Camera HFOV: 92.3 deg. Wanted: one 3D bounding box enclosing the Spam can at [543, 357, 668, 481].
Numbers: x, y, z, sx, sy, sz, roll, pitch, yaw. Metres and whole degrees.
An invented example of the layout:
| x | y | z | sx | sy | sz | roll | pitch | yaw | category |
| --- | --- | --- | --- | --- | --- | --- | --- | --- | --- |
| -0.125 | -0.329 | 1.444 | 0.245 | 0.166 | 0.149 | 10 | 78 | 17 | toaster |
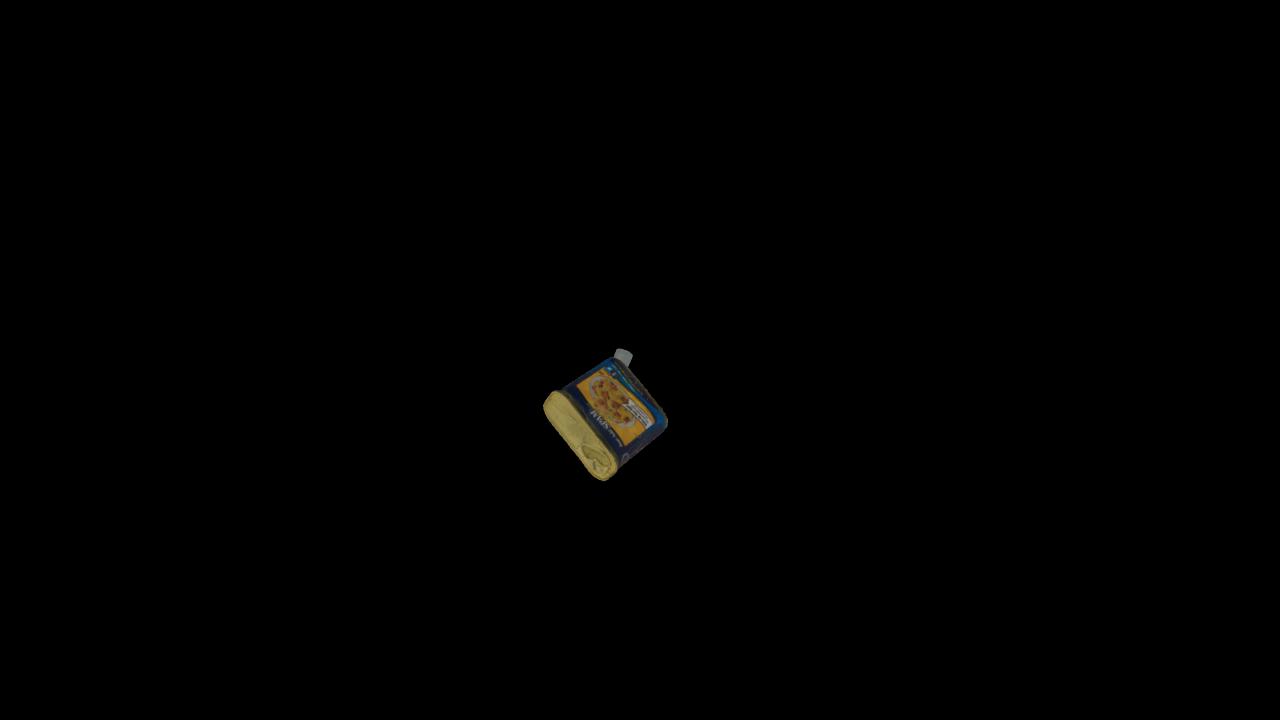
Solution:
| x | y | z | sx | sy | sz | roll | pitch | yaw | category |
| --- | --- | --- | --- | --- | --- | --- | --- | --- | --- |
| -0.034 | 0.057 | 0.632 | 0.085 | 0.101 | 0.058 | -35 | -6 | -37 | Spam can |

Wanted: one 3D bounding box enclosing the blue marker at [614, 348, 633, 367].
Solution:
| x | y | z | sx | sy | sz | roll | pitch | yaw | category |
| --- | --- | --- | --- | --- | --- | --- | --- | --- | --- |
| -0.038 | 0.045 | 0.665 | 0.020 | 0.121 | 0.020 | 21 | 17 | -6 | blue marker |
